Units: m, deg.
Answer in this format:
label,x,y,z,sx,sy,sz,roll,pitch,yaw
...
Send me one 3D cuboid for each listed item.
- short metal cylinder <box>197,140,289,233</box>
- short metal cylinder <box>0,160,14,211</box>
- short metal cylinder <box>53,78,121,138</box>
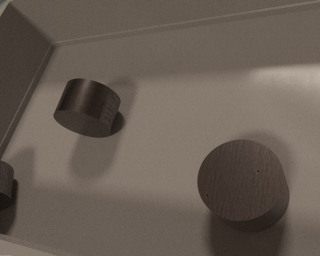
label,x,y,z,sx,sy,sz,roll,pitch,yaw
short metal cylinder,0.084,0.058,0.309,0.080,0.050,0.080,-13,56,20
short metal cylinder,-0.259,0.086,0.451,0.080,0.080,0.050,-24,53,13
short metal cylinder,-0.102,-0.026,0.438,0.080,0.080,0.050,0,62,28
